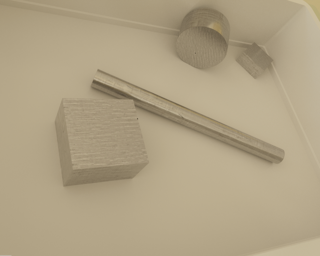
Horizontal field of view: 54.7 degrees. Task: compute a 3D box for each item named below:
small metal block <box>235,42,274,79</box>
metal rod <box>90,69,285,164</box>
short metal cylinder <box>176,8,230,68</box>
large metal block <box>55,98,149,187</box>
[{"bbox_3d":[0.178,-0.127,0.582,0.050,0.025,0.050,45,51,2],"label":"small metal block"},{"bbox_3d":[0.050,-0.011,0.440,0.302,0.025,0.025,22,54,-15],"label":"metal rod"},{"bbox_3d":[0.070,-0.143,0.498,0.080,0.080,0.050,25,53,-13],"label":"short metal cylinder"},{"bbox_3d":[-0.067,0.015,0.346,0.081,0.050,0.080,-2,63,-29],"label":"large metal block"}]
